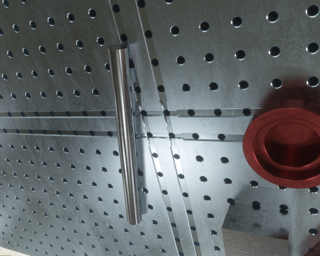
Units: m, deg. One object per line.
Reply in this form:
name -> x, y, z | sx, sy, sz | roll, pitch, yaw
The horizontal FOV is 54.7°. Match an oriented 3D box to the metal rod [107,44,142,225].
metal rod -> -0.048, 0.029, 0.454 | 0.025, 0.025, 0.298 | 12, 124, 21

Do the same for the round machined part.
round machined part -> 0.143, 0.014, 0.333 | 0.098, 0.042, 0.097 | 13, 124, 21

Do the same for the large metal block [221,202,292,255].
large metal block -> 0.134, 0.154, 0.420 | 0.080, 0.050, 0.080 | 2, 120, 27

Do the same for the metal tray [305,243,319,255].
metal tray -> 0.259, 0.195, 0.392 | 0.130, 0.030, 0.089 | 27, 128, 10
